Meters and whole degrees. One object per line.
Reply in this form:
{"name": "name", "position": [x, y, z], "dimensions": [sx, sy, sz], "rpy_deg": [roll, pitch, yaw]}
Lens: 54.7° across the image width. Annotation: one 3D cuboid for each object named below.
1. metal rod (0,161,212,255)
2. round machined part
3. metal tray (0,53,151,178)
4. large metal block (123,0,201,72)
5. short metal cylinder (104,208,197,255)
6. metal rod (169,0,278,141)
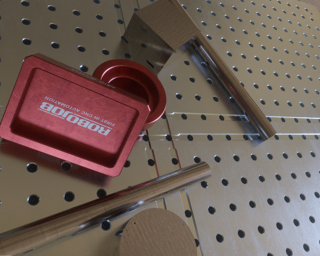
{"name": "metal rod", "position": [-0.063, 0.086, 0.322], "dimensions": [0.303, 0.025, 0.025], "rpy_deg": [-14, 69, -34]}
{"name": "round machined part", "position": [-0.045, -0.037, 0.397], "dimensions": [0.099, 0.042, 0.098], "rpy_deg": [14, 56, -21]}
{"name": "metal tray", "position": [-0.088, -0.011, 0.328], "dimensions": [0.131, 0.089, 0.030], "rpy_deg": [23, 12, -15]}
{"name": "large metal block", "position": [0.004, -0.148, 0.486], "dimensions": [0.080, 0.050, 0.080], "rpy_deg": [44, 51, 2]}
{"name": "short metal cylinder", "position": [-0.010, 0.127, 0.311], "dimensions": [0.081, 0.050, 0.080], "rpy_deg": [14, 56, -21]}
{"name": "metal rod", "position": [0.098, -0.108, 0.528], "dimensions": [0.025, 0.025, 0.299], "rpy_deg": [-25, 75, -37]}
